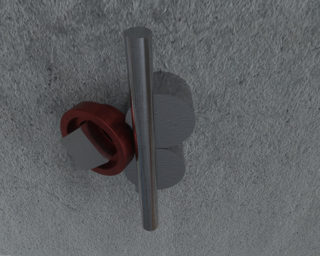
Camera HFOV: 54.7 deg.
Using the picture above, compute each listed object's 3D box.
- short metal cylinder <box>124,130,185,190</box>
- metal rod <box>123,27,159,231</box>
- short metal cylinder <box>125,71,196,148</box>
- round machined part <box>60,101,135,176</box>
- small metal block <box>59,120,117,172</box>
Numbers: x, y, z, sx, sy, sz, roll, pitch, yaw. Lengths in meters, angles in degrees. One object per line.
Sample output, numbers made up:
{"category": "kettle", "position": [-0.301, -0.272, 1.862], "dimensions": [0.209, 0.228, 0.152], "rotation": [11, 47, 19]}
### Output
{"category": "short metal cylinder", "position": [-0.007, 0.040, 0.426], "dimensions": [0.081, 0.050, 0.079], "rotation": [0, 129, 0]}
{"category": "metal rod", "position": [-0.017, 0.030, 0.369], "dimensions": [0.025, 0.025, 0.298], "rotation": [-1, 130, 0]}
{"category": "short metal cylinder", "position": [0.001, -0.022, 0.374], "dimensions": [0.081, 0.050, 0.079], "rotation": [0, 130, 0]}
{"category": "round machined part", "position": [-0.072, 0.009, 0.388], "dimensions": [0.098, 0.042, 0.097], "rotation": [18, 131, 22]}
{"category": "small metal block", "position": [-0.085, 0.021, 0.372], "dimensions": [0.050, 0.025, 0.050], "rotation": [-25, 106, 43]}
